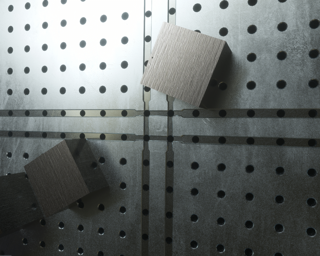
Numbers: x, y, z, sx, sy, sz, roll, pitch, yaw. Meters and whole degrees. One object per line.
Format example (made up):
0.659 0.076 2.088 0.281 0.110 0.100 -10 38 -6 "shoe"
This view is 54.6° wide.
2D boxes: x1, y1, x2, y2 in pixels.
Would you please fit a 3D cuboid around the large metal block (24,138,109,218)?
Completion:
-0.135 0.070 0.448 0.080 0.050 0.080 -31 80 17 "large metal block"

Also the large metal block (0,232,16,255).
-0.286 0.188 0.485 0.050 0.080 0.080 32 101 17 "large metal block"

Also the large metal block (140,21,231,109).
0.033 -0.076 0.388 0.080 0.050 0.080 24 98 18 "large metal block"

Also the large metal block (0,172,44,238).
-0.237 0.119 0.468 0.050 0.080 0.080 -31 80 17 "large metal block"
